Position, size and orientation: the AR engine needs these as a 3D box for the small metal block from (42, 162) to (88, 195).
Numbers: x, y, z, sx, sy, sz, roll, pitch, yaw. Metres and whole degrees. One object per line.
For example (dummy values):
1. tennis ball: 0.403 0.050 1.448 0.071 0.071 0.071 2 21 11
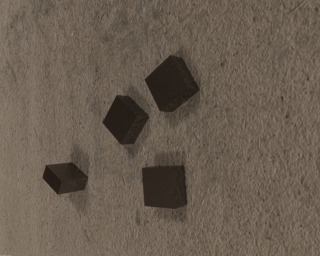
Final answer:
1. small metal block: -0.157 0.083 0.515 0.050 0.050 0.025 32 110 35

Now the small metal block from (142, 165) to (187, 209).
1. small metal block: 0.005 0.075 0.399 0.050 0.025 0.050 -7 86 39

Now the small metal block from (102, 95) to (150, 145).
1. small metal block: -0.050 -0.012 0.444 0.050 0.025 0.050 45 117 30

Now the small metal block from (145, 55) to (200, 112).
1. small metal block: 0.014 -0.055 0.391 0.050 0.025 0.050 -38 67 33
